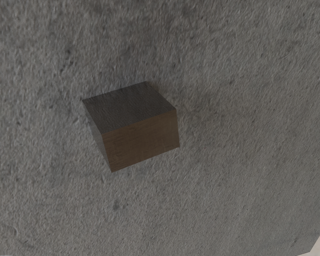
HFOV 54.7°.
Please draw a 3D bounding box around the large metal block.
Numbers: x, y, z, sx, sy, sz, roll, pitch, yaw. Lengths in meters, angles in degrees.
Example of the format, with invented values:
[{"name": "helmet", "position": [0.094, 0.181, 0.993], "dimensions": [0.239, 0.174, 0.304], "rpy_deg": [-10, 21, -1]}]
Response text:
[{"name": "large metal block", "position": [-0.034, -0.006, 0.351], "dimensions": [0.081, 0.080, 0.050], "rpy_deg": [-20, 126, -17]}]
